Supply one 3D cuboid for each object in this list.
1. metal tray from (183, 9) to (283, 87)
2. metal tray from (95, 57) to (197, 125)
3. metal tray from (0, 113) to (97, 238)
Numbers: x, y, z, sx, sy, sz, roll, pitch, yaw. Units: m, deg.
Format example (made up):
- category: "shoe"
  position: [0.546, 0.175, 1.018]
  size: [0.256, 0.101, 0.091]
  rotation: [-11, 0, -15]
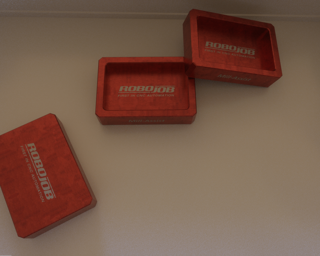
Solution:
- category: "metal tray"
  position: [0.099, -0.109, 0.430]
  size: [0.131, 0.030, 0.090]
  rotation: [5, 69, -15]
- category: "metal tray"
  position: [-0.018, -0.052, 0.425]
  size: [0.131, 0.030, 0.090]
  rotation: [-1, 70, -1]
- category: "metal tray"
  position: [-0.147, 0.057, 0.384]
  size: [0.091, 0.030, 0.130]
  rotation: [-26, 72, -10]
